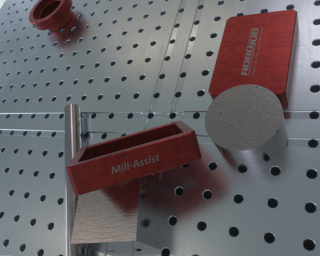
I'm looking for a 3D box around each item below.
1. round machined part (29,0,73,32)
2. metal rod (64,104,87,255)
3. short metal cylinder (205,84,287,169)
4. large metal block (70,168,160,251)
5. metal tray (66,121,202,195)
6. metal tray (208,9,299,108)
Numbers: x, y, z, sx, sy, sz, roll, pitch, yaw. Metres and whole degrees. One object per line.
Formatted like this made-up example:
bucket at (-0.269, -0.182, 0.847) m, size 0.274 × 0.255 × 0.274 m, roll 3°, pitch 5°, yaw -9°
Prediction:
round machined part at (-0.230, -0.248, 0.670) m, size 0.098 × 0.042 × 0.098 m, roll -13°, pitch 56°, yaw 21°
metal rod at (-0.114, 0.088, 0.414) m, size 0.025 × 0.025 × 0.299 m, roll -23°, pitch 53°, yaw 14°
short metal cylinder at (0.096, -0.001, 0.343) m, size 0.080 × 0.050 × 0.080 m, roll -13°, pitch 56°, yaw 21°
large metal block at (-0.048, 0.095, 0.359) m, size 0.080 × 0.050 × 0.080 m, roll -12°, pitch 57°, yaw 22°
metal tray at (-0.028, 0.028, 0.344) m, size 0.131 × 0.030 × 0.090 m, roll -16°, pitch 10°, yaw -3°
metal tray at (0.121, -0.089, 0.396) m, size 0.090 × 0.030 × 0.130 m, roll 4°, pitch 63°, yaw 29°
